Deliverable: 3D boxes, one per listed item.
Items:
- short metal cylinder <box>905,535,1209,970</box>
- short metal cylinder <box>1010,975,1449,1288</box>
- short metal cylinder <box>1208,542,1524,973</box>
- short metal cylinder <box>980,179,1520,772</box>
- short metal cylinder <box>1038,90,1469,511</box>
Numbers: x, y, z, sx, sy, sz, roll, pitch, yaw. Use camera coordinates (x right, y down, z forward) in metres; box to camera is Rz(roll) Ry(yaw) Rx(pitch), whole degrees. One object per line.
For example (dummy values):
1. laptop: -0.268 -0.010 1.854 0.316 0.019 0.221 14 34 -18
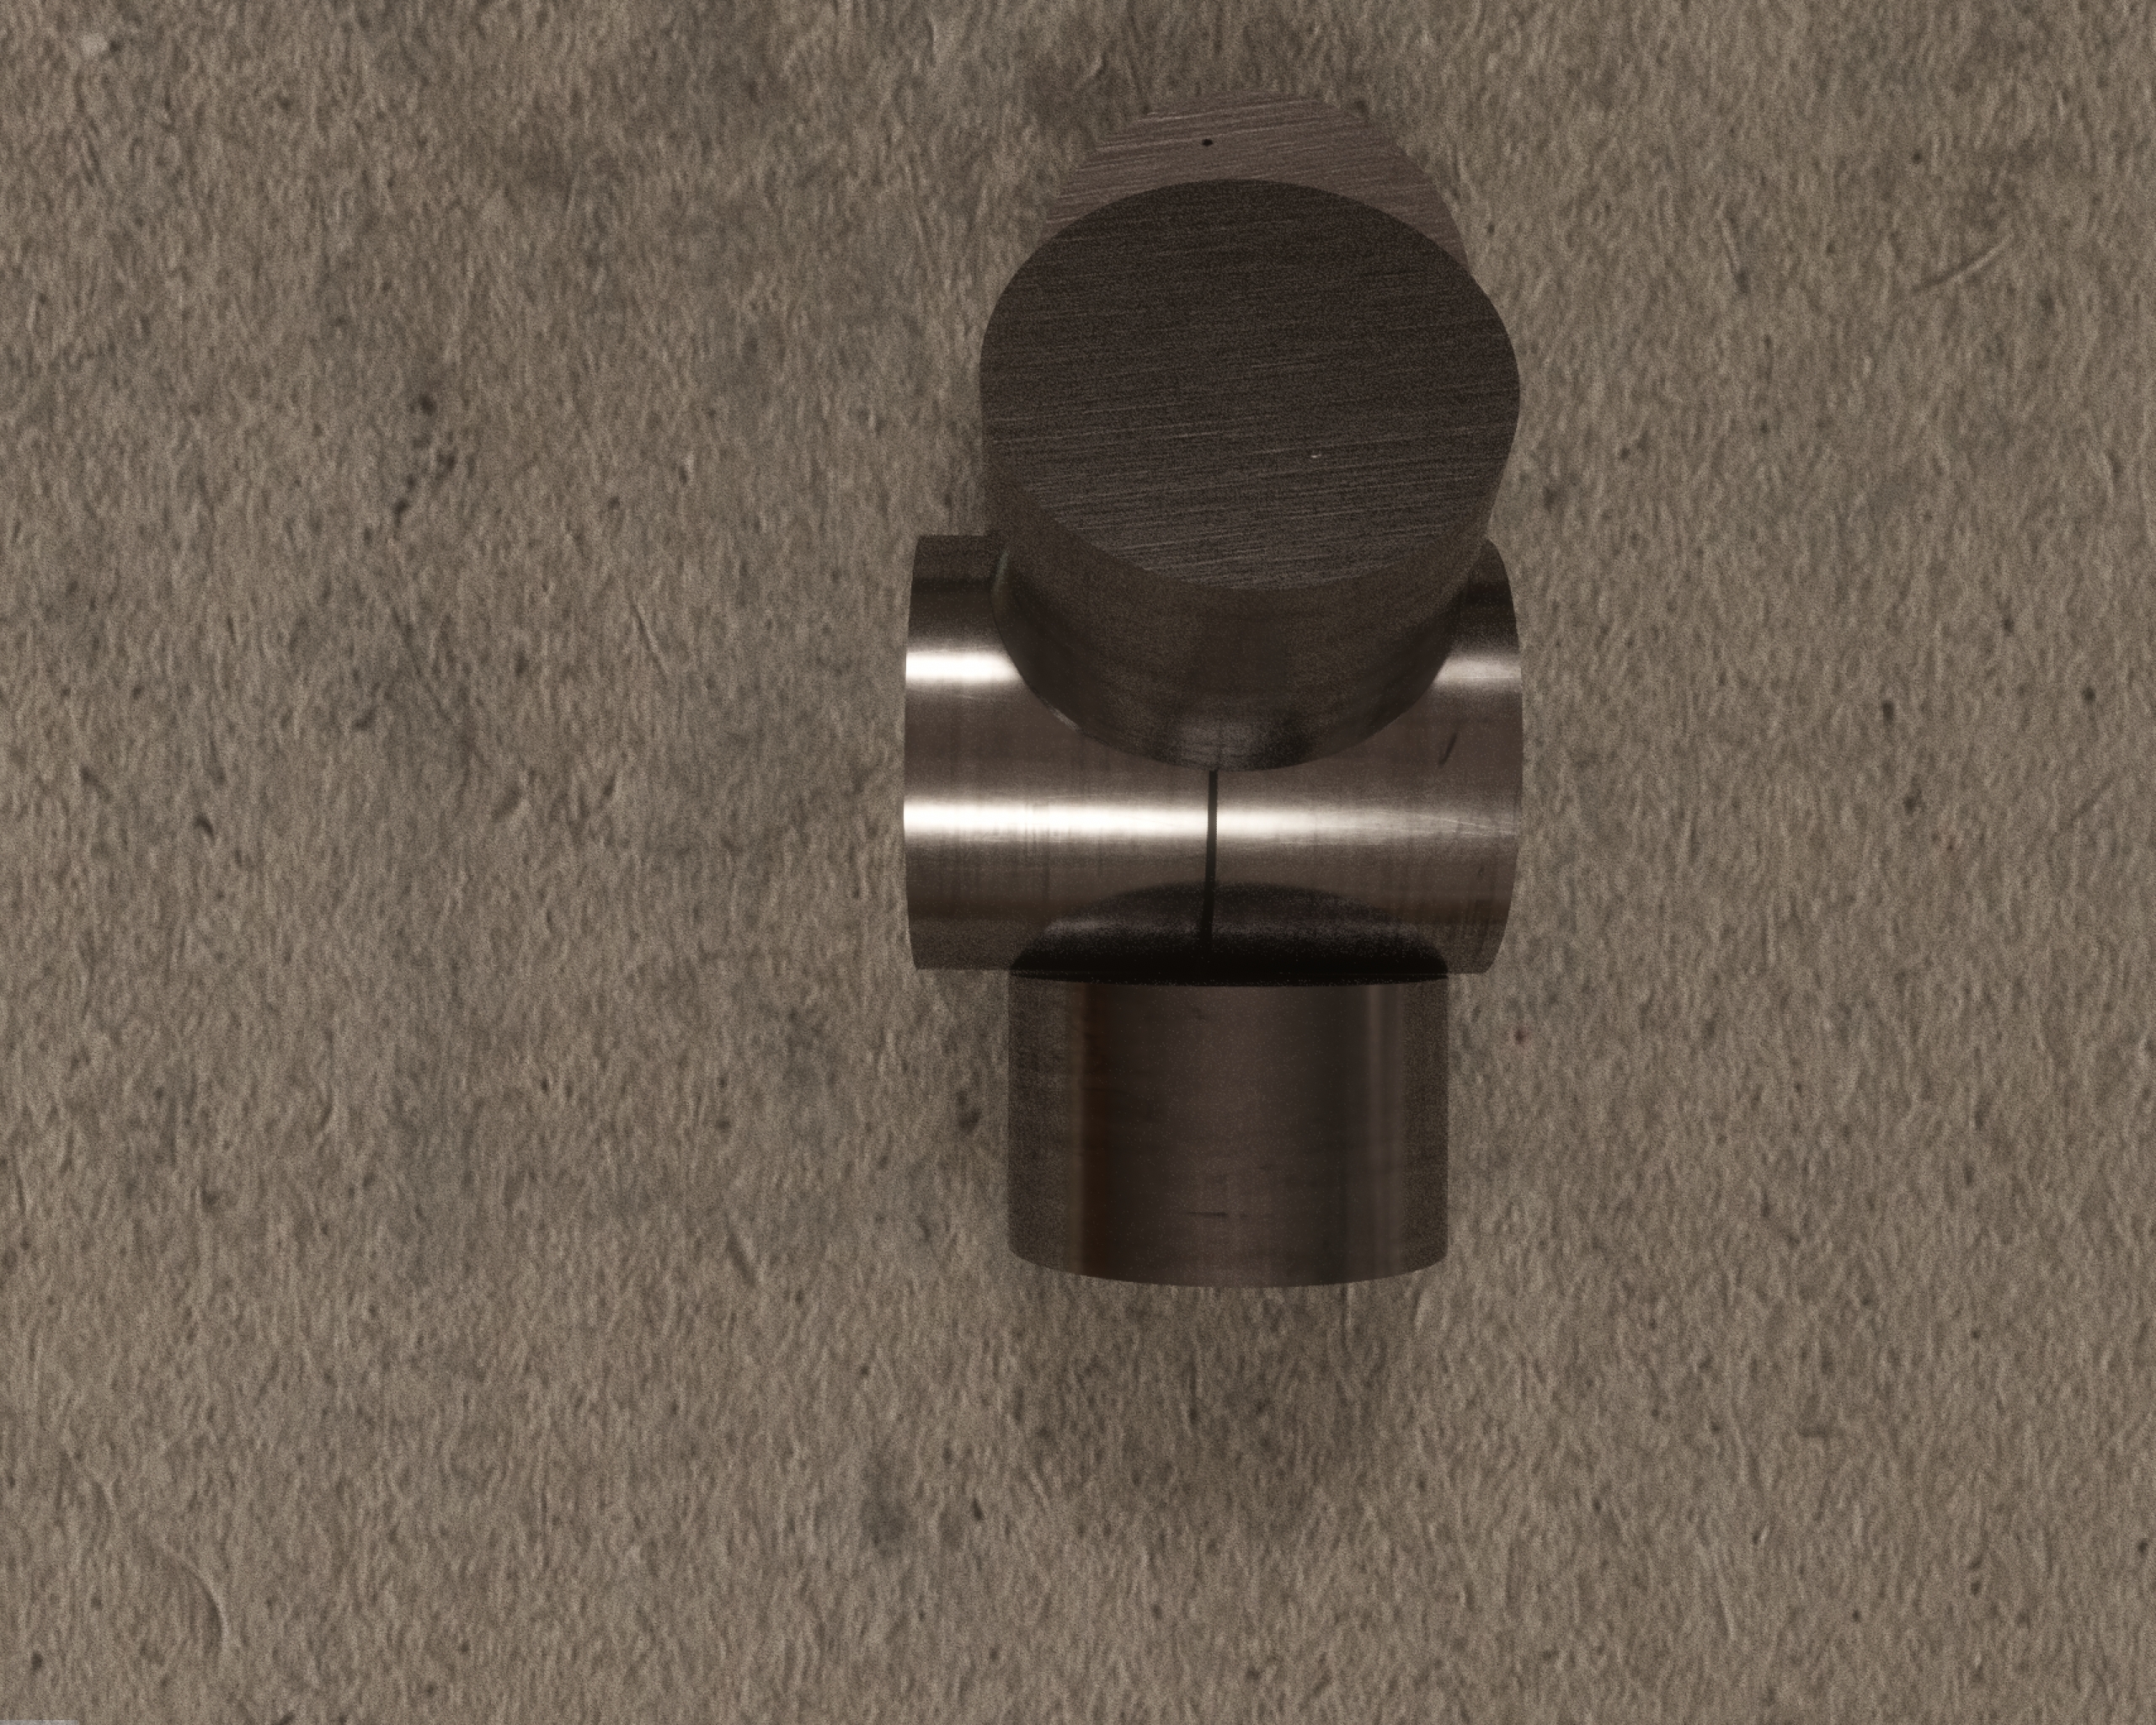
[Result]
1. short metal cylinder: -0.004 -0.020 0.384 0.050 0.080 0.079 1 90 -1
2. short metal cylinder: 0.027 0.045 0.384 0.081 0.080 0.050 0 90 -1
3. short metal cylinder: 0.049 -0.019 0.384 0.050 0.080 0.079 0 90 0
4. short metal cylinder: 0.025 -0.061 0.333 0.081 0.050 0.080 1 61 -1
5. short metal cylinder: 0.031 -0.099 0.400 0.081 0.050 0.079 0 90 -1
